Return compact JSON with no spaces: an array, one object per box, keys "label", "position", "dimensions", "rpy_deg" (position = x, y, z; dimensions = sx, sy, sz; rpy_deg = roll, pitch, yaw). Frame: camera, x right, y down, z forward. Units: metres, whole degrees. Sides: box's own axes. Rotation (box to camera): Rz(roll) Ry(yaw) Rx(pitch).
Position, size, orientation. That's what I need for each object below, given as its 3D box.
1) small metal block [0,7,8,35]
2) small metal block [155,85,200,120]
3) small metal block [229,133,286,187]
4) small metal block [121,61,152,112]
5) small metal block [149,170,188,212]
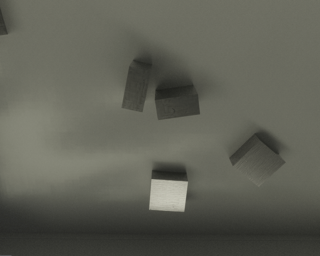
[{"label":"small metal block","position":[-0.215,-0.131,0.361],"dimensions":[0.050,0.025,0.050],"rpy_deg":[-7,110,2]},{"label":"small metal block","position":[0.021,-0.033,0.386],"dimensions":[0.050,0.050,0.025],"rpy_deg":[-8,110,3]},{"label":"small metal block","position":[0.134,0.045,0.429],"dimensions":[0.050,0.025,0.050],"rpy_deg":[38,106,-13]},{"label":"small metal block","position":[-0.027,-0.052,0.378],"dimensions":[0.025,0.050,0.050],"rpy_deg":[12,110,-4]},{"label":"small metal block","position":[0.012,0.091,0.445],"dimensions":[0.050,0.025,0.050],"rpy_deg":[4,110,-2]}]
